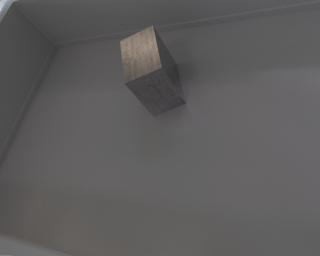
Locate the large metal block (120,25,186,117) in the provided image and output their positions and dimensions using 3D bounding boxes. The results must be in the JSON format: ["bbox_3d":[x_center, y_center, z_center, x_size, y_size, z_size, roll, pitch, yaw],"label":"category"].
[{"bbox_3d":[-0.009,-0.076,0.423,0.050,0.080,0.080,-21,54,16],"label":"large metal block"}]
